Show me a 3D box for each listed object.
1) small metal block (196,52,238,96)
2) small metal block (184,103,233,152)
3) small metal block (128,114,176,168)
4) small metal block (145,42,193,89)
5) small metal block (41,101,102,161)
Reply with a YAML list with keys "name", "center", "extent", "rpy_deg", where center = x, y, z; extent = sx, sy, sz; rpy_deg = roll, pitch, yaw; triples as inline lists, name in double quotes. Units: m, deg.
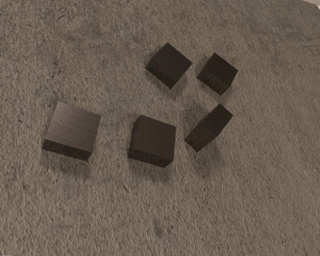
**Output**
- name: "small metal block"
  center: [0.095, -0.090, 0.512]
  extent: [0.050, 0.025, 0.050]
  rpy_deg: [36, 51, -4]
- name: "small metal block"
  center: [0.067, 0.000, 0.426]
  extent: [0.025, 0.050, 0.050]
  rpy_deg: [44, 51, 1]
- name: "small metal block"
  center: [-0.009, 0.017, 0.390]
  extent: [0.050, 0.025, 0.050]
  rpy_deg: [19, 54, -18]
- name: "small metal block"
  center: [0.014, -0.095, 0.471]
  extent: [0.050, 0.025, 0.050]
  rpy_deg: [39, 51, -2]
- name: "small metal block"
  center: [-0.099, 0.004, 0.349]
  extent: [0.050, 0.025, 0.050]
  rpy_deg: [19, 54, -18]
